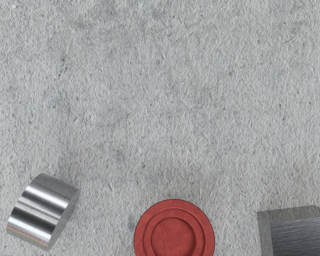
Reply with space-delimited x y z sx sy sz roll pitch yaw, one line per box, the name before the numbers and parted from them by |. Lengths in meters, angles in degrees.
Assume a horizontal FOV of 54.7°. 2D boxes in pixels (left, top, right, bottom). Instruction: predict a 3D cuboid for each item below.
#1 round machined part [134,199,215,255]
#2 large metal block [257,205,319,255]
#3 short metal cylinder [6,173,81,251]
round machined part | 0.017 0.142 0.393 0.099 0.042 0.098 1 71 -2
large metal block | 0.177 0.150 0.400 0.081 0.050 0.079 -7 90 -1
short metal cylinder | -0.140 0.102 0.381 0.050 0.080 0.080 25 90 0
